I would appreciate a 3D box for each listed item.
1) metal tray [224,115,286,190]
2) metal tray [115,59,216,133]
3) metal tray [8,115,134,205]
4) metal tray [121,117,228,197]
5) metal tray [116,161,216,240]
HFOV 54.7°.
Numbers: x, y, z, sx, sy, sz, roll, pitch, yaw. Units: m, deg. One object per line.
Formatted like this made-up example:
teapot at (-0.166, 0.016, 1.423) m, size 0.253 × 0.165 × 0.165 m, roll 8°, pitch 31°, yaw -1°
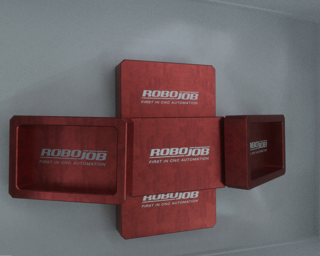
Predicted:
metal tray at (0.133, 0.027, 0.422) m, size 0.131 × 0.030 × 0.089 m, roll -3°, pitch 92°, yaw -49°
metal tray at (0.009, -0.039, 0.408) m, size 0.131 × 0.030 × 0.089 m, roll -1°, pitch 90°, yaw -21°
metal tray at (-0.096, 0.032, 0.338) m, size 0.131 × 0.030 × 0.089 m, roll 1°, pitch 91°, yaw 9°
metal tray at (0.019, 0.032, 0.381) m, size 0.131 × 0.030 × 0.089 m, roll -1°, pitch 90°, yaw -21°
metal tray at (0.009, 0.090, 0.408) m, size 0.131 × 0.030 × 0.089 m, roll -1°, pitch 90°, yaw -21°
